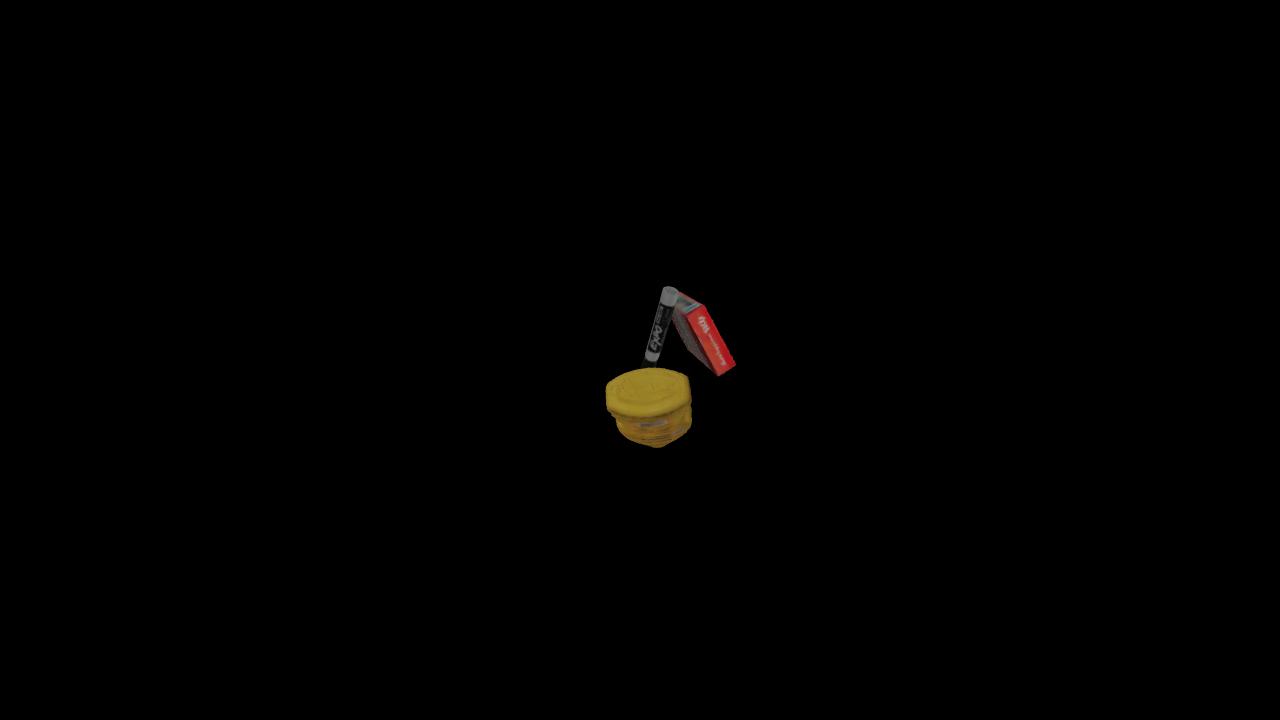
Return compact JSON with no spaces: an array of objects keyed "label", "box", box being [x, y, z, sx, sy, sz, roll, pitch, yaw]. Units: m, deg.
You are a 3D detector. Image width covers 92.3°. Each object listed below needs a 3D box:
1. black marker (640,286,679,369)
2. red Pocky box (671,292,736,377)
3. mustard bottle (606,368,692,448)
[{"label":"black marker","box":[0.020,-0.028,0.703,0.020,0.121,0.020,11,35,-8]},{"label":"red Pocky box","box":[0.068,-0.037,0.748,0.028,0.083,0.155,-29,15,-1]},{"label":"mustard bottle","box":[0.016,0.066,0.715,0.092,0.054,0.184,-12,-23,1]}]
